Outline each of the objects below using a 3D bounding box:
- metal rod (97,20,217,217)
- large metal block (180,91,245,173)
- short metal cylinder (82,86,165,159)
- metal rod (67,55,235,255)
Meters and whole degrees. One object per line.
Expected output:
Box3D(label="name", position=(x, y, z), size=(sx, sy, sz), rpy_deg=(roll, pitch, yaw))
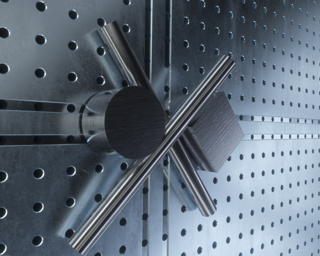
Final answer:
Box3D(label="metal rod", position=(0.007, 0.003, 0.409), size=(0.025, 0.025, 0.299), rpy_deg=(-43, 116, -31))
Box3D(label="large metal block", position=(0.067, 0.005, 0.443), size=(0.080, 0.050, 0.080), rpy_deg=(-46, 118, -30))
Box3D(label="short metal cylinder", position=(-0.041, -0.006, 0.354), size=(0.081, 0.050, 0.079), rpy_deg=(0, 90, -40))
Box3D(label="metal rod", position=(0.002, 0.019, 0.379), size=(0.301, 0.025, 0.025), rpy_deg=(-50, 120, -18))
